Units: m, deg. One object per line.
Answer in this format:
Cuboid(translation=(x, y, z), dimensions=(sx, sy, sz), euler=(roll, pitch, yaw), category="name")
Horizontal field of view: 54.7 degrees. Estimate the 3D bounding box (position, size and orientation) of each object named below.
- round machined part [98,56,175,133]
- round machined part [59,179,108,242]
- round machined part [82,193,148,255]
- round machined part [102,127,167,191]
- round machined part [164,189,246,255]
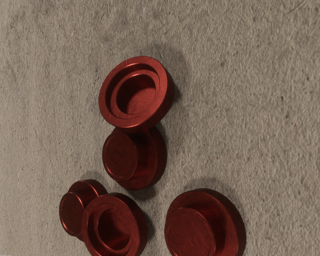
Cuboid(translation=(-0.026, -0.039, 0.399), dimensions=(0.098, 0.042, 0.098), euler=(-9, 66, 23), category="round machined part")
Cuboid(translation=(-0.124, 0.133, 0.493), dimensions=(0.098, 0.042, 0.097), euler=(0, 90, 39), category="round machined part")
Cuboid(translation=(-0.058, 0.139, 0.433), dimensions=(0.098, 0.042, 0.097), euler=(0, 90, 29), category="round machined part")
Cuboid(translation=(-0.042, 0.038, 0.426), dimensions=(0.098, 0.042, 0.097), euler=(0, 90, 39), category="round machined part")
Cuboid(translation=(0.044, 0.122, 0.356), dimensions=(0.098, 0.042, 0.097), euler=(0, 90, 39), category="round machined part")
